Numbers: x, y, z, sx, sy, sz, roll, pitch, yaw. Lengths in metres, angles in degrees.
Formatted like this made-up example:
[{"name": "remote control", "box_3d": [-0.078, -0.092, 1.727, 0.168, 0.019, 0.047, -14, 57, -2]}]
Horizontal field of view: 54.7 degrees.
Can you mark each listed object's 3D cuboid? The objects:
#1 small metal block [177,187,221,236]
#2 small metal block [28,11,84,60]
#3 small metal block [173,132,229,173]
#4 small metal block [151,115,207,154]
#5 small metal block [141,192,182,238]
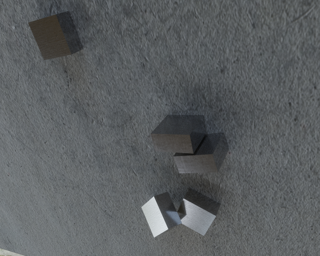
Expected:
[{"name": "small metal block", "box_3d": [0.054, 0.123, 0.454, 0.050, 0.025, 0.050, 27, 128, 11]}, {"name": "small metal block", "box_3d": [-0.135, -0.120, 0.404, 0.050, 0.025, 0.050, -3, 117, 29]}, {"name": "small metal block", "box_3d": [0.052, 0.031, 0.382, 0.050, 0.050, 0.025, -7, 115, 31]}, {"name": "small metal block", "box_3d": [0.024, 0.006, 0.382, 0.050, 0.050, 0.025, 1, 119, 27]}, {"name": "small metal block", "box_3d": [0.001, 0.131, 0.468, 0.050, 0.025, 0.050, -51, 58, 49]}]
